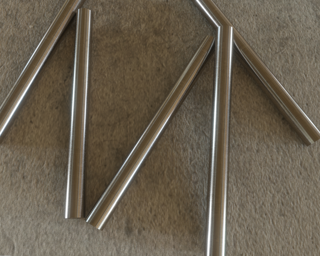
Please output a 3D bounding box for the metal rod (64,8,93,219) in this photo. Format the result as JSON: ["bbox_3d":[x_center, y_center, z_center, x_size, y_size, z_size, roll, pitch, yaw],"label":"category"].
[{"bbox_3d":[-0.108,-0.033,0.418,0.025,0.025,0.299,-2,70,-1],"label":"metal rod"}]

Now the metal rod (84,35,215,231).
[{"bbox_3d":[-0.001,-0.006,0.410,0.025,0.025,0.300,29,72,10],"label":"metal rod"}]

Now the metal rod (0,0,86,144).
[{"bbox_3d":[-0.164,-0.115,0.448,0.025,0.025,0.300,20,71,7],"label":"metal rod"}]

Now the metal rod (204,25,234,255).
[{"bbox_3d":[0.077,0.005,0.396,0.025,0.025,0.299,5,74,1],"label":"metal rod"}]

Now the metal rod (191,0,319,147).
[{"bbox_3d":[0.126,-0.103,0.447,0.025,0.025,0.299,-29,73,-10],"label":"metal rod"}]
